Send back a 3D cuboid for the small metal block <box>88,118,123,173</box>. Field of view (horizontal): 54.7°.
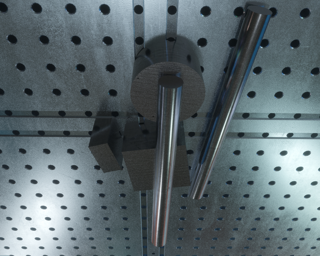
[{"bbox_3d":[-0.070,0.023,0.414,0.025,0.050,0.050,-12,129,10],"label":"small metal block"}]

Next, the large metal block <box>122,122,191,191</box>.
[{"bbox_3d":[-0.003,0.039,0.429,0.080,0.050,0.080,-7,130,5],"label":"large metal block"}]

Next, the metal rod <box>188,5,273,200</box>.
[{"bbox_3d":[0.079,-0.006,0.407,0.025,0.025,0.298,6,130,-6],"label":"metal rod"}]

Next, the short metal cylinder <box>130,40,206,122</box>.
[{"bbox_3d":[0.008,-0.052,0.351,0.081,0.050,0.079,-1,130,0],"label":"short metal cylinder"}]

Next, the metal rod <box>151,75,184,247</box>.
[{"bbox_3d":[0.005,0.067,0.403,0.025,0.025,0.298,1,130,-2],"label":"metal rod"}]
